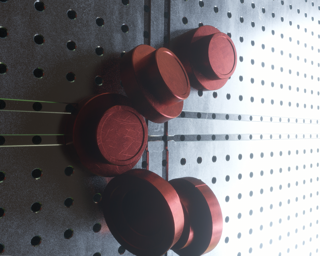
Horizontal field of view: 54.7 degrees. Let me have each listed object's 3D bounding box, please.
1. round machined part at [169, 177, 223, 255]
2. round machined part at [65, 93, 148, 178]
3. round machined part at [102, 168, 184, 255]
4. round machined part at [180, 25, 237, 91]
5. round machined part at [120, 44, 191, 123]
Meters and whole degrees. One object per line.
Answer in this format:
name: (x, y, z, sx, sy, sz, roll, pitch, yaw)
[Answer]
round machined part: (0.026, 0.112, 0.385, 0.042, 0.098, 0.097, 0, 90, -42)
round machined part: (-0.053, 0.008, 0.355, 0.099, 0.042, 0.097, 0, 90, -40)
round machined part: (-0.015, 0.093, 0.354, 0.042, 0.098, 0.097, -20, 104, -55)
round machined part: (0.079, -0.106, 0.467, 0.099, 0.042, 0.097, 0, 90, -40)
round machined part: (0.001, -0.058, 0.376, 0.098, 0.042, 0.098, 35, 43, -40)
